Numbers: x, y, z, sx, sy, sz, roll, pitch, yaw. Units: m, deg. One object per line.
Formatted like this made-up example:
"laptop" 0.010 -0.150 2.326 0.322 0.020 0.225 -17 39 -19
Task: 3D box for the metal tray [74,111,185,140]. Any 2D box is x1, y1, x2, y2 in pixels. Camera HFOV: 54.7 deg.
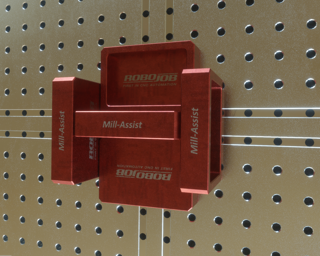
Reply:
"metal tray" -0.027 -0.004 0.385 0.130 0.090 0.030 1 91 19

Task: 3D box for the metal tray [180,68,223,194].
"metal tray" 0.050 0.003 0.359 0.030 0.090 0.129 1 90 20

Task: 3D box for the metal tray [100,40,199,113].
"metal tray" -0.015 -0.064 0.414 0.130 0.030 0.089 1 90 19

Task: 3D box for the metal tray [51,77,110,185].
"metal tray" -0.102 0.003 0.412 0.030 0.090 0.129 1 90 20

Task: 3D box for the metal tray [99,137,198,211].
"metal tray" -0.017 0.057 0.413 0.130 0.030 0.089 1 90 19
